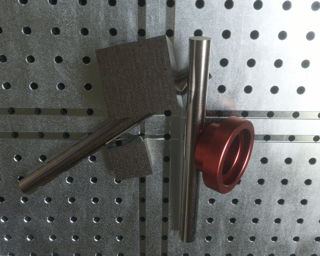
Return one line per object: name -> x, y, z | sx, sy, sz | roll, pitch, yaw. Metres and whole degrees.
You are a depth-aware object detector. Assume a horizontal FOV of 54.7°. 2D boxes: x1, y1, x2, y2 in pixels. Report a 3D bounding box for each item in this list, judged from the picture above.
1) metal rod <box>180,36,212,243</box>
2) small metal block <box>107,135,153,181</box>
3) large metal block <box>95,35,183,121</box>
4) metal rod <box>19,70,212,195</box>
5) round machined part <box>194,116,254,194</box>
metal rod -> 0.044, 0.034, 0.409 | 0.025, 0.025, 0.298 | 0, 116, -1
small metal block -> -0.040, 0.041, 0.428 | 0.050, 0.025, 0.050 | -12, 110, 4
large metal block -> -0.022, -0.056, 0.363 | 0.080, 0.050, 0.080 | -10, 93, 10
metal rod -> -0.066, 0.005, 0.414 | 0.300, 0.025, 0.025 | -32, 107, 10
round machined part -> 0.080, 0.031, 0.398 | 0.042, 0.099, 0.097 | 20, 115, 34
